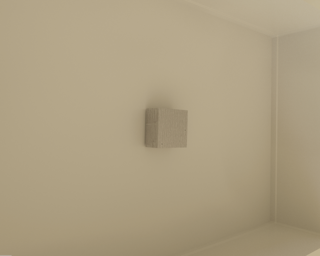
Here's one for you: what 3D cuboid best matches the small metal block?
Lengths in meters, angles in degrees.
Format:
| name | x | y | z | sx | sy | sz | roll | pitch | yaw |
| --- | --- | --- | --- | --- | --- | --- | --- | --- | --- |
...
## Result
| name | x | y | z | sx | sy | sz | roll | pitch | yaw |
| --- | --- | --- | --- | --- | --- | --- | --- | --- | --- |
| small metal block | 0.009 | 0.000 | 0.408 | 0.050 | 0.025 | 0.050 | 2 | 89 | -40 |
